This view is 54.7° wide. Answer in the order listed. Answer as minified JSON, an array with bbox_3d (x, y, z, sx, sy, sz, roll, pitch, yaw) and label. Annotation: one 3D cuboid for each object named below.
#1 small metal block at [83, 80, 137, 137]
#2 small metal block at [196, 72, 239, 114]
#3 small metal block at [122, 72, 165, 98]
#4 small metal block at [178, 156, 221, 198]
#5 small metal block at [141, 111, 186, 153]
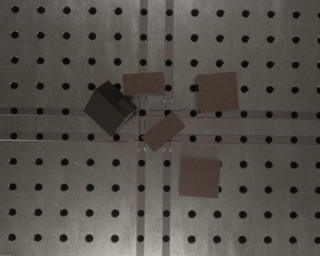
[{"bbox_3d":[-0.065,-0.024,0.398,0.050,0.050,0.025,44,48,-1],"label":"small metal block"},{"bbox_3d":[0.076,-0.047,0.414,0.050,0.025,0.050,-5,90,-1],"label":"small metal block"},{"bbox_3d":[-0.020,-0.054,0.401,0.050,0.050,0.025,-4,90,-1],"label":"small metal block"},{"bbox_3d":[0.052,0.065,0.414,0.050,0.025,0.050,4,90,-1],"label":"small metal block"},{"bbox_3d":[0.004,0.005,0.401,0.050,0.050,0.025,-40,90,0],"label":"small metal block"}]
